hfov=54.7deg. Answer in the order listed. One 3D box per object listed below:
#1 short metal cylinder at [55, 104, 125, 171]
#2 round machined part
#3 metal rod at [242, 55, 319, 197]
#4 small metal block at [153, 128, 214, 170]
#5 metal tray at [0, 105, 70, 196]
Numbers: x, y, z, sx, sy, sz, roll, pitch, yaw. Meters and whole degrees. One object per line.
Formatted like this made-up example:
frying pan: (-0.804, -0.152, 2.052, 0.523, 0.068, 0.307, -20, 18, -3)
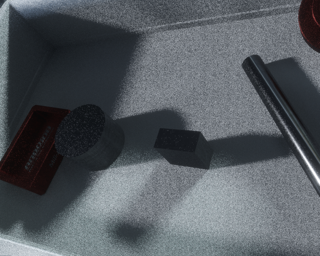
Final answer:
short metal cylinder: (-0.097, 0.014, 0.430, 0.080, 0.050, 0.080, -13, 56, 20)
round machined part: (0.207, -0.131, 0.342, 0.098, 0.042, 0.097, -1, 88, 27)
metal rod: (0.151, 0.032, 0.306, 0.025, 0.025, 0.299, -26, 53, 12)
small metal block: (0.028, 0.024, 0.359, 0.050, 0.050, 0.025, 5, 64, 30)
metal tray: (-0.189, 0.030, 0.480, 0.090, 0.030, 0.130, 9, 66, 31)
